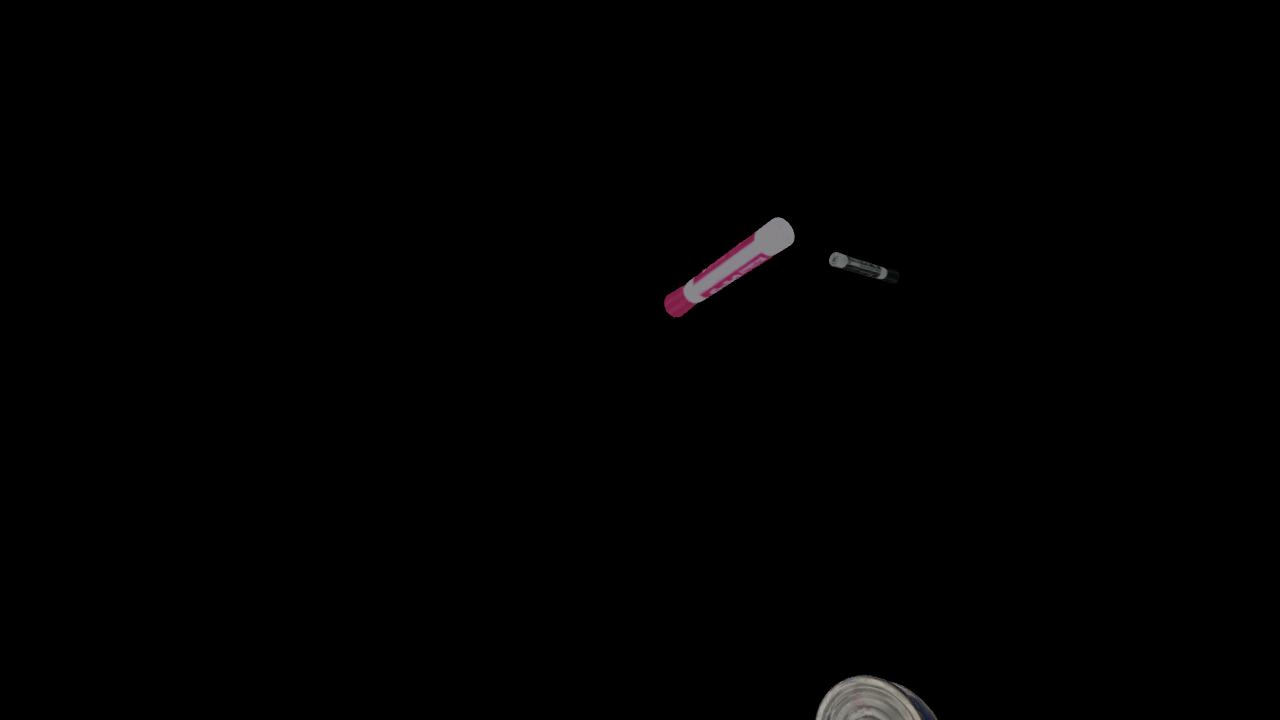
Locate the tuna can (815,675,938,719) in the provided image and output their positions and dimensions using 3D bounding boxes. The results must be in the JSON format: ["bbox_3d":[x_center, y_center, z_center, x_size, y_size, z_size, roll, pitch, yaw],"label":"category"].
[{"bbox_3d":[0.166,0.267,0.428,0.084,0.084,0.034,0,-29,45],"label":"tuna can"}]

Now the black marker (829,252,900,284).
[{"bbox_3d":[0.302,-0.122,0.819,0.121,0.020,0.020,9,-4,-29],"label":"black marker"}]

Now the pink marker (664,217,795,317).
[{"bbox_3d":[0.053,-0.057,0.408,0.020,0.020,0.121,0,-18,-33],"label":"pink marker"}]
